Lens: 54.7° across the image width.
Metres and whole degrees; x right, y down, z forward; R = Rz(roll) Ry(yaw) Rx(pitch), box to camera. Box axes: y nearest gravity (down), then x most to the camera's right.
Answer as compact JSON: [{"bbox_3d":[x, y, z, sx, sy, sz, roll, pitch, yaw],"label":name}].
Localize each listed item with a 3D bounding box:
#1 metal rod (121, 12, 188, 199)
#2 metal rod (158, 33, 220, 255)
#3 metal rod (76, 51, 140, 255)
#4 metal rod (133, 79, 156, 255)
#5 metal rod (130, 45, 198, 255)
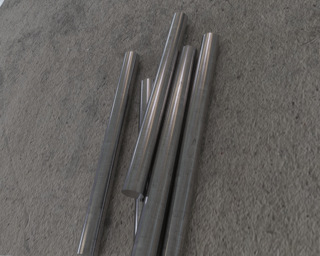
[{"bbox_3d":[0.001,-0.051,0.415,0.025,0.025,0.300,-4,54,26],"label":"metal rod"},{"bbox_3d":[0.041,0.004,0.379,0.025,0.025,0.300,-1,61,28],"label":"metal rod"},{"bbox_3d":[-0.065,0.016,0.427,0.025,0.025,0.300,-6,59,25],"label":"metal rod"},{"bbox_3d":[-0.016,0.064,0.373,0.025,0.025,0.299,-13,56,21],"label":"metal rod"},{"bbox_3d":[0.012,0.014,0.373,0.025,0.025,0.300,-3,55,27],"label":"metal rod"}]
